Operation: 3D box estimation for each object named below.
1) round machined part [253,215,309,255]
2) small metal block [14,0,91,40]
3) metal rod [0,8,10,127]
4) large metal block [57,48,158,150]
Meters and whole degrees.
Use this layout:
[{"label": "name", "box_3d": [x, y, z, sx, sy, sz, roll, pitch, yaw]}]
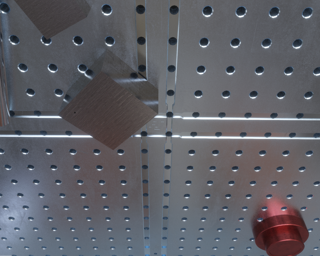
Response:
[{"label": "round machined part", "box_3d": [0.229, 0.209, 0.580, 0.099, 0.042, 0.097, 0, 130, 0]}, {"label": "small metal block", "box_3d": [-0.106, -0.124, 0.305, 0.050, 0.025, 0.050, -22, 127, 18]}, {"label": "metal rod", "box_3d": [-0.173, -0.120, 0.307, 0.025, 0.025, 0.298, 10, 130, -9]}, {"label": "large metal block", "box_3d": [-0.059, -0.031, 0.368, 0.080, 0.050, 0.080, 37, 121, -27]}]
